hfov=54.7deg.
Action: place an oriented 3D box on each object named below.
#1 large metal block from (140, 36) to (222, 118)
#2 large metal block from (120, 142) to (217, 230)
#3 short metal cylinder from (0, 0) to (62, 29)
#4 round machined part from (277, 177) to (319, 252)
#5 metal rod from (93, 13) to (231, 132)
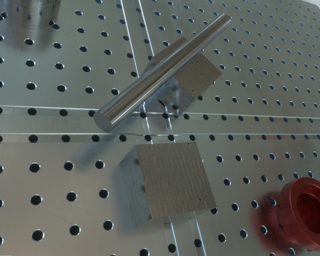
[{"bbox_3d":[0.031,-0.076,0.455,0.080,0.050,0.080,45,51,2],"label":"large metal block"},{"bbox_3d":[0.007,0.064,0.357,0.081,0.050,0.080,-1,62,-29],"label":"large metal block"},{"bbox_3d":[-0.172,-0.178,0.408,0.081,0.050,0.080,14,56,-21],"label":"short metal cylinder"},{"bbox_3d":[0.205,0.122,0.433,0.099,0.042,0.098,14,56,-21],"label":"round machined part"},{"bbox_3d":[0.023,-0.090,0.411,0.025,0.025,0.301,43,51,1],"label":"metal rod"}]
